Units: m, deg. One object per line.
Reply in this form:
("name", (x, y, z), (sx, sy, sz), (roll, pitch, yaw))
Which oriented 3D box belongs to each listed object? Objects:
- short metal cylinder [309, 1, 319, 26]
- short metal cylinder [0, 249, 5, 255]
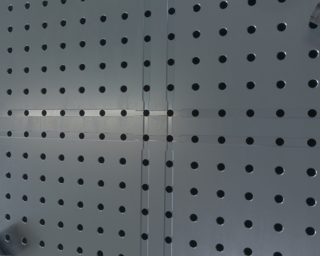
("short metal cylinder", (0.199, -0.134, 0.313), (0.050, 0.080, 0.080), (37, 102, 16))
("short metal cylinder", (-0.292, 0.214, 0.487), (0.080, 0.080, 0.050), (-45, 76, 14))
